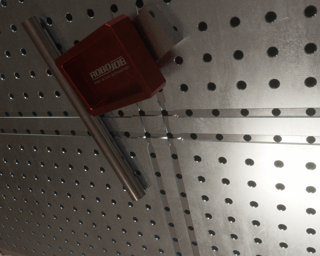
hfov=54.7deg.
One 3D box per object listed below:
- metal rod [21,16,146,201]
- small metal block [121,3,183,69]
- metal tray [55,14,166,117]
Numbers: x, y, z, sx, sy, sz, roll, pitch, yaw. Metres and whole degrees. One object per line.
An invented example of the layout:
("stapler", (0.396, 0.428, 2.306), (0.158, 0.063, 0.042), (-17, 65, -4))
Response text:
("metal rod", (-0.103, -0.018, 0.452), (0.025, 0.025, 0.299), (-18, 110, 35))
("small metal block", (-0.011, -0.103, 0.352), (0.050, 0.025, 0.050), (-34, 100, 38))
("metal tray", (-0.065, -0.068, 0.377), (0.130, 0.030, 0.090), (-13, 116, 47))
